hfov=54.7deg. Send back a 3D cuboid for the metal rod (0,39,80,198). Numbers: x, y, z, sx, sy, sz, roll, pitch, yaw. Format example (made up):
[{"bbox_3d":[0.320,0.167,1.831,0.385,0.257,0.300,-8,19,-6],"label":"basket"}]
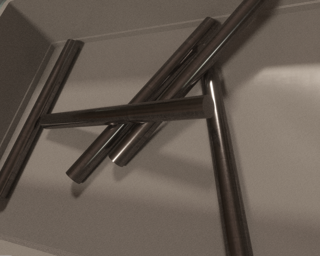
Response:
[{"bbox_3d":[-0.205,-0.029,0.527,0.025,0.025,0.300,3,63,29],"label":"metal rod"}]

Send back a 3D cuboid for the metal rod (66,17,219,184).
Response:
[{"bbox_3d":[-0.021,-0.043,0.441,0.300,0.025,0.025,-49,52,-7],"label":"metal rod"}]

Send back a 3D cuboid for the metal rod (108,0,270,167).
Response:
[{"bbox_3d":[0.040,-0.069,0.395,0.299,0.025,0.025,-48,51,5],"label":"metal rod"}]

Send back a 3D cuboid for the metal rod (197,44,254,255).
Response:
[{"bbox_3d":[0.070,0.016,0.358,0.025,0.025,0.299,-15,55,19],"label":"metal rod"}]

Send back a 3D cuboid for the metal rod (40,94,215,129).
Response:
[{"bbox_3d":[-0.067,-0.016,0.414,0.300,0.025,0.025,-3,60,38],"label":"metal rod"}]
